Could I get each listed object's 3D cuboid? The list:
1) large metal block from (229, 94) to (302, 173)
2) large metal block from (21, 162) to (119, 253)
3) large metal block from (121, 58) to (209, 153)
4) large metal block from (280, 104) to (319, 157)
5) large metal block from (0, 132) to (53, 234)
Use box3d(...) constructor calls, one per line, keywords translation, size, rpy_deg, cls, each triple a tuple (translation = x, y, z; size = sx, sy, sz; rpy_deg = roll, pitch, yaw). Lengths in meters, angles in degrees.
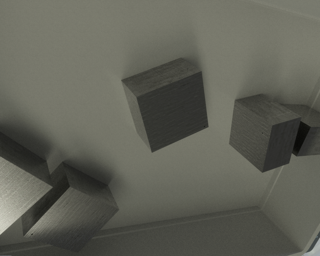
box3d(translation=(0.151, 0.005, 0.459), size=(0.050, 0.080, 0.079), rpy_deg=(-14, 124, -21), cls="large metal block")
box3d(translation=(-0.114, 0.102, 0.393), size=(0.080, 0.050, 0.080), rpy_deg=(-47, 129, 5), cls="large metal block")
box3d(translation=(0.008, -0.029, 0.379), size=(0.081, 0.050, 0.080), rpy_deg=(-24, 127, -14), cls="large metal block")
box3d(translation=(0.226, 0.001, 0.497), size=(0.081, 0.080, 0.050), rpy_deg=(-1, 119, -28), cls="large metal block")
box3d(translation=(-0.178, 0.057, 0.330), size=(0.080, 0.050, 0.080), rpy_deg=(-42, 130, 1), cls="large metal block")
